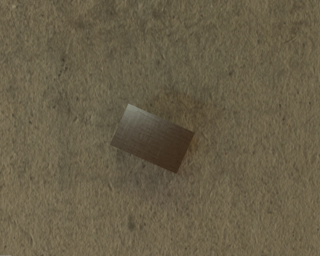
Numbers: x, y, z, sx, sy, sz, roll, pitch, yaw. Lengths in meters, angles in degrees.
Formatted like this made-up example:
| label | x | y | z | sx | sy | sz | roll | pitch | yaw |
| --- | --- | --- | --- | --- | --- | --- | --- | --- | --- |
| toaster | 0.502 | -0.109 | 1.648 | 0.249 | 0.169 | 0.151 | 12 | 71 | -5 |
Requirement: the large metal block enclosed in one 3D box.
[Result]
| label | x | y | z | sx | sy | sz | roll | pitch | yaw |
| --- | --- | --- | --- | --- | --- | --- | --- | --- | --- |
| large metal block | -0.009 | 0.012 | 0.382 | 0.080 | 0.080 | 0.050 | 24 | 90 | -1 |
